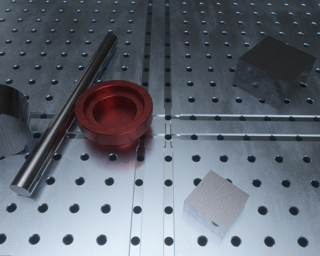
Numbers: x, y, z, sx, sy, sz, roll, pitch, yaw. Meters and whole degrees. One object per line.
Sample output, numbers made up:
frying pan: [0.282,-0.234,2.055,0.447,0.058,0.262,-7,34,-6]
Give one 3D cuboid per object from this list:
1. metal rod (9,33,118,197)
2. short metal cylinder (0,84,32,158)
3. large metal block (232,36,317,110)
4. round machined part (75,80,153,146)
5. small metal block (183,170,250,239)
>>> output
metal rod: [-0.120,-0.041,0.440,0.025,0.025,0.300,11,51,9]
short metal cylinder: [-0.201,-0.007,0.376,0.081,0.080,0.050,-13,52,-11]
large metal block: [0.170,-0.085,0.465,0.080,0.050,0.080,37,59,26]
round machined part: [-0.058,-0.016,0.409,0.099,0.042,0.098,0,50,0]
small metal block: [0.061,0.082,0.339,0.050,0.025,0.050,33,57,24]
